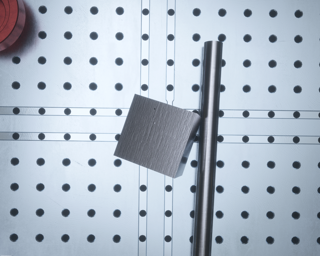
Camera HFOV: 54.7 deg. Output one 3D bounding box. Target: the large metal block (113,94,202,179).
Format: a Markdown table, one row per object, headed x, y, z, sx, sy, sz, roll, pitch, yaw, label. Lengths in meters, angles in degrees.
| x | y | z | sx | sy | sz | roll | pitch | yaw | label |
| --- | --- | --- | --- | --- | --- | --- | --- | --- | --- |
| -0.001 | 0.010 | 0.391 | 0.080 | 0.050 | 0.080 | 19 | 90 | 15 | large metal block |

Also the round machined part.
| x | y | z | sx | sy | sz | roll | pitch | yaw | label |
| --- | --- | --- | --- | --- | --- | --- | --- | --- | --- |
| -0.224 | -0.145 | 0.403 | 0.099 | 0.042 | 0.097 | 0 | 90 | 0 | round machined part |

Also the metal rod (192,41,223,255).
| x | y | z | sx | sy | sz | roll | pitch | yaw | label |
| --- | --- | --- | --- | --- | --- | --- | --- | --- | --- |
| 0.063 | 0.036 | 0.413 | 0.025 | 0.025 | 0.298 | 3 | 90 | 0 | metal rod |
